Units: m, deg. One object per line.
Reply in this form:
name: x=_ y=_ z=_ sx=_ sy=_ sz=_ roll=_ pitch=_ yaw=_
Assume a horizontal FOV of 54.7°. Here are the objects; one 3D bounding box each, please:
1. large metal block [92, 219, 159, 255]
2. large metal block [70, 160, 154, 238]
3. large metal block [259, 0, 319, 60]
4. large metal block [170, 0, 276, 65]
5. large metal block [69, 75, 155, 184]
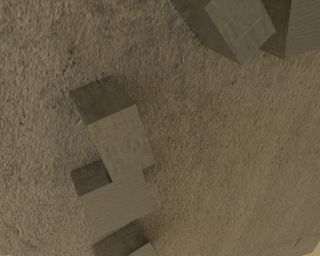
large metal block: x=-0.048 y=0.204 z=0.490 sx=0.080 sy=0.050 sz=0.080 roll=-30 pitch=129 yaw=-9
large metal block: x=-0.062 y=0.085 z=0.409 sx=0.081 sy=0.050 sz=0.080 roll=-23 pitch=127 yaw=-15
large metal block: x=0.178 y=-0.143 z=0.399 sx=0.081 sy=0.050 sz=0.079 roll=-20 pitch=126 yaw=-17
large metal block: x=0.063 y=-0.123 z=0.329 sx=0.050 sy=0.080 sz=0.080 roll=-45 pitch=129 yaw=3
large metal block: x=-0.053 y=-0.001 z=0.342 sx=0.050 sy=0.080 sz=0.080 roll=-26 pitch=128 yaw=-13
